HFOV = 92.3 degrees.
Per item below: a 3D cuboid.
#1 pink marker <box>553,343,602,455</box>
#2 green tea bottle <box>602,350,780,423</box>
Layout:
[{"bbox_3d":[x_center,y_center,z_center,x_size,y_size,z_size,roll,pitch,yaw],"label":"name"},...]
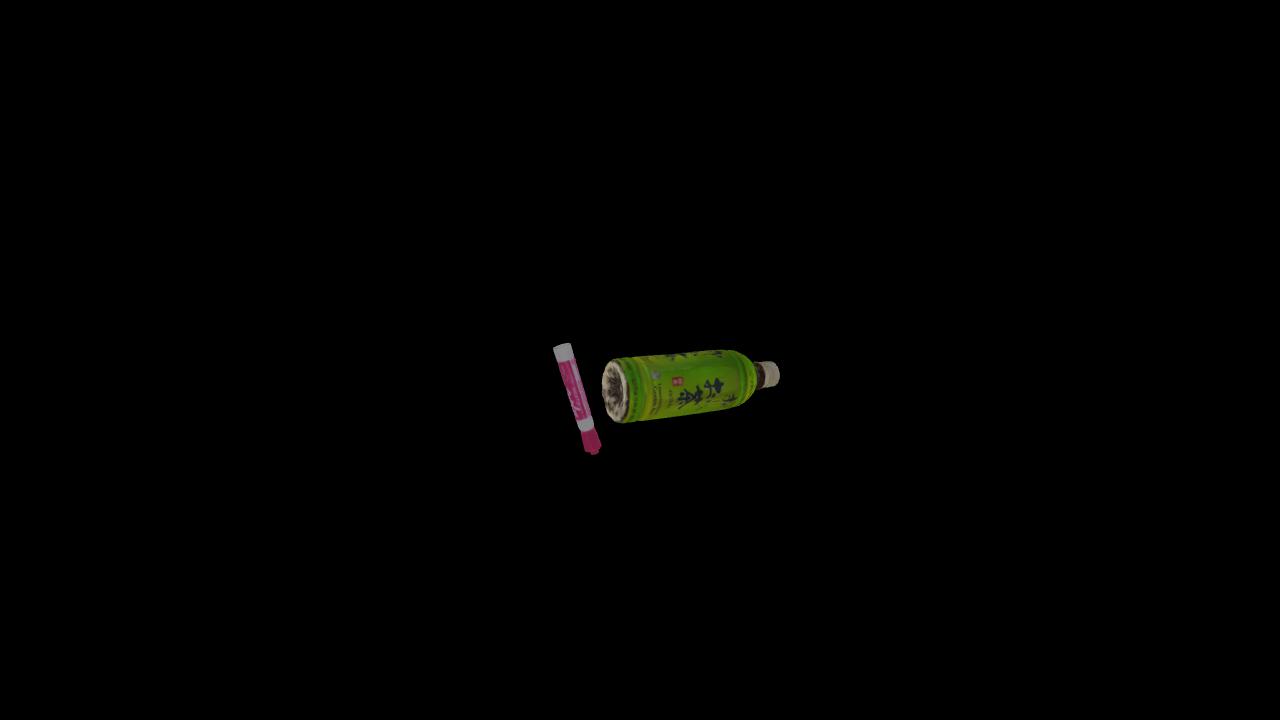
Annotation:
[{"bbox_3d":[-0.064,0.042,0.637,0.020,0.121,0.020,-15,13,4],"label":"pink marker"},{"bbox_3d":[0.064,0.025,0.690,0.212,0.073,0.073,-6,3,-28],"label":"green tea bottle"}]
